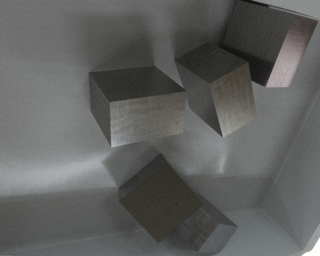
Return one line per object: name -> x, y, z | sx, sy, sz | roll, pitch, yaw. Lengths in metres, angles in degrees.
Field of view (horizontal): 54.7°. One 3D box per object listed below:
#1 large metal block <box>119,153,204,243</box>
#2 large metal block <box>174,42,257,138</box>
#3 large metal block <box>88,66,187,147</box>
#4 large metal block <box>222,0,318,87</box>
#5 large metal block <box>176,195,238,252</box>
large metal block -> 0.000, 0.095, 0.430 | 0.080, 0.050, 0.080 | -40, 101, -1
large metal block -> 0.068, -0.048, 0.380 | 0.050, 0.080, 0.080 | -30, 129, -9
large metal block -> -0.027, -0.028, 0.341 | 0.081, 0.080, 0.050 | -11, 123, -23
large metal block -> 0.125, -0.101, 0.373 | 0.050, 0.080, 0.079 | -6, 122, -38
large metal block -> 0.063, 0.145, 0.484 | 0.050, 0.080, 0.080 | -55, 142, 3
